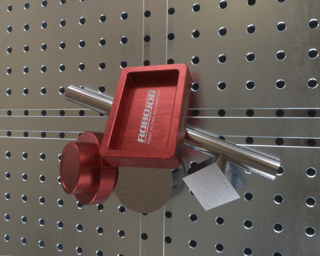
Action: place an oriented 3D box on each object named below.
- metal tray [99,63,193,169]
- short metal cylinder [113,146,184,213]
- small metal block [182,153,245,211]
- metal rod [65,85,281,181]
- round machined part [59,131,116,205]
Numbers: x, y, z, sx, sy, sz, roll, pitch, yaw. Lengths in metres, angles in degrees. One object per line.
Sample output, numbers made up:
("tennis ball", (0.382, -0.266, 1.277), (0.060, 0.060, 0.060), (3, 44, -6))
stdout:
("metal tray", (-0.014, -0.017, 0.379), (0.090, 0.030, 0.130), (0, 61, 19))
("short metal cylinder", (-0.014, 0.064, 0.400), (0.080, 0.050, 0.079), (0, 90, 20))
("small metal block", (0.064, 0.065, 0.374), (0.050, 0.025, 0.050), (-33, 95, 33))
("metal rod", (0.003, -0.001, 0.407), (0.301, 0.025, 0.025), (21, 97, 18))
("round machined part", (-0.100, 0.052, 0.410), (0.098, 0.042, 0.097), (-9, 78, 52))
